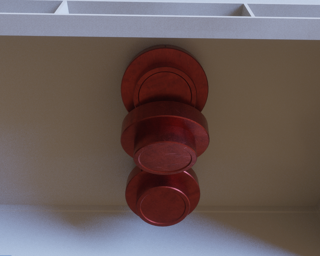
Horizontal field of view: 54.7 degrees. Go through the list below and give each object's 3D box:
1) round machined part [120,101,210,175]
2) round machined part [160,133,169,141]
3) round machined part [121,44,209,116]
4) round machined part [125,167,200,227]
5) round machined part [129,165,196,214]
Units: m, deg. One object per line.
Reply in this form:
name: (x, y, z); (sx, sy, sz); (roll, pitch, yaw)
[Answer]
round machined part: (0.005, 0.018, 0.344); (0.099, 0.042, 0.097); (0, 143, 0)
round machined part: (0.002, 0.018, 0.411); (0.099, 0.042, 0.097); (0, 129, 0)
round machined part: (0.005, -0.041, 0.347); (0.099, 0.042, 0.097); (0, 114, -1)
round machined part: (0.004, 0.090, 0.405); (0.099, 0.042, 0.097); (0, 119, 0)
round machined part: (0.004, 0.096, 0.460); (0.099, 0.042, 0.098); (0, 145, 0)
